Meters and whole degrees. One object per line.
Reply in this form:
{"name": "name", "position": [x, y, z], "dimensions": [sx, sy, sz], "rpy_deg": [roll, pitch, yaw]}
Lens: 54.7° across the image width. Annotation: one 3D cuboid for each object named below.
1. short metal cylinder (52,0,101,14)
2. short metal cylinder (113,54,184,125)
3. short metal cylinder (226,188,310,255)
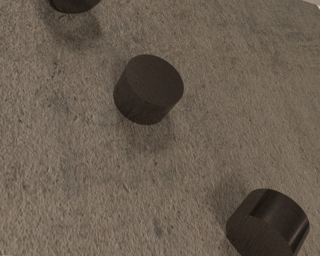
{"name": "short metal cylinder", "position": [-0.121, -0.208, 0.431], "dimensions": [0.081, 0.080, 0.050], "rpy_deg": [-20, 73, -36]}
{"name": "short metal cylinder", "position": [-0.016, -0.050, 0.411], "dimensions": [0.081, 0.050, 0.080], "rpy_deg": [14, 56, -21]}
{"name": "short metal cylinder", "position": [0.126, 0.119, 0.366], "dimensions": [0.080, 0.080, 0.050], "rpy_deg": [50, 51, 6]}
